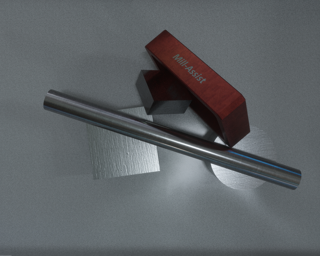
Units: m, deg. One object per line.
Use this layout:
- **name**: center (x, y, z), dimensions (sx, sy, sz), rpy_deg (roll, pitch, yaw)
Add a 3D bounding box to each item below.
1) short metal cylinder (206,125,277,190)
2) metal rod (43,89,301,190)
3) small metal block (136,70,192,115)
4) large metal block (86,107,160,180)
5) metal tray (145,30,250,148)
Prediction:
- **short metal cylinder**: center (0.101, 0.035, 0.399), dimensions (0.081, 0.050, 0.079), rpy_deg (0, 90, -1)
- **metal rod**: center (0.015, 0.014, 0.359), dimensions (0.302, 0.025, 0.025), rpy_deg (18, 90, -1)
- **small metal block**: center (0.004, -0.044, 0.376), dimensions (0.050, 0.025, 0.050), rpy_deg (-4, 54, -27)
- **large metal block**: center (-0.045, 0.018, 0.397), dimensions (0.081, 0.050, 0.080), rpy_deg (-8, 90, -1)
- **metal tray**: center (0.043, -0.044, 0.353), dimensions (0.030, 0.090, 0.130), rpy_deg (-41, 61, -1)
